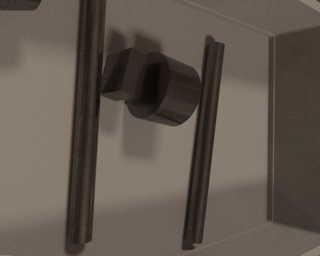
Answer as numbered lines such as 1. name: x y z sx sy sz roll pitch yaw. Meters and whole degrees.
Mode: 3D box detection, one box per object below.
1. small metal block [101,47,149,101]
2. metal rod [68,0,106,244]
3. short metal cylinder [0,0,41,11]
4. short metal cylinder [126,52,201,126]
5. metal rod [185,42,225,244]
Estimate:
1. small metal block: -0.043 -0.060 0.356 0.025 0.050 0.050 20 77 -39
2. metal rod: -0.079 -0.027 0.341 0.025 0.025 0.298 5 87 -40
3. short metal cylinder: -0.137 -0.140 0.256 0.050 0.080 0.079 -17 101 -39
4. short metal cylinder: 0.003 -0.045 0.375 0.050 0.080 0.080 14 81 -40
5. metal rod: 0.069 0.018 0.466 0.025 0.025 0.298 13 82 -40
